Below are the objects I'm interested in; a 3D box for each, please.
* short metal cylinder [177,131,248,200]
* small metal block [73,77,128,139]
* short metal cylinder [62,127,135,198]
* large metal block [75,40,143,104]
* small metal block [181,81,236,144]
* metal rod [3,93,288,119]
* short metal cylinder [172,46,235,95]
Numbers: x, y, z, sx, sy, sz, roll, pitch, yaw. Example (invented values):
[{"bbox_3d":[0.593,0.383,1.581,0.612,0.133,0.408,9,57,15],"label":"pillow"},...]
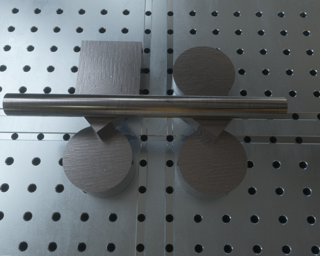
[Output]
[{"bbox_3d":[0.061,0.046,0.382,0.081,0.050,0.080,0,70,0],"label":"short metal cylinder"},{"bbox_3d":[-0.067,-0.024,0.367,0.050,0.025,0.050,-38,75,-13],"label":"small metal block"},{"bbox_3d":[-0.072,0.042,0.381,0.081,0.050,0.080,0,70,0],"label":"short metal cylinder"},{"bbox_3d":[-0.065,-0.070,0.423,0.080,0.050,0.080,1,70,0],"label":"large metal block"},{"bbox_3d":[0.060,-0.018,0.366,0.050,0.025,0.050,39,74,13],"label":"small metal block"},{"bbox_3d":[-0.016,-0.024,0.340,0.302,0.025,0.025,1,70,0],"label":"metal rod"},{"bbox_3d":[0.057,-0.063,0.422,0.081,0.050,0.080,0,70,0],"label":"short metal cylinder"}]
